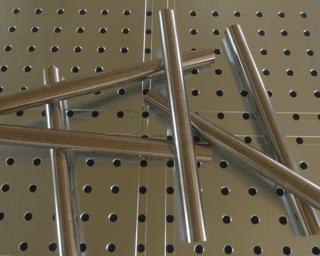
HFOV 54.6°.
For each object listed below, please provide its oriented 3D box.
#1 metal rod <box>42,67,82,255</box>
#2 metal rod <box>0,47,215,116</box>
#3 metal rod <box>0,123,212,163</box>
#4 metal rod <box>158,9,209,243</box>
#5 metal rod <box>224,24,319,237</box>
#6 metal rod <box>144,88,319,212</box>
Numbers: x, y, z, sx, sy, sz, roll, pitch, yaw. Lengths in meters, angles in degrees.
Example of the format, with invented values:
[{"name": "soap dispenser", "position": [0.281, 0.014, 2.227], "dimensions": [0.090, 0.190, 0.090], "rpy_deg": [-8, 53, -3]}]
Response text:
[{"name": "metal rod", "position": [-0.123, 0.058, 0.389], "dimensions": [0.025, 0.025, 0.299], "rpy_deg": [-11, 70, -4]}, {"name": "metal rod", "position": [-0.067, -0.066, 0.417], "dimensions": [0.302, 0.025, 0.025], "rpy_deg": [-16, 71, -13]}, {"name": "metal rod", "position": [-0.085, 0.018, 0.383], "dimensions": [0.302, 0.025, 0.025], "rpy_deg": [6, 70, -7]}, {"name": "metal rod", "position": [0.025, -0.018, 0.385], "dimensions": [0.025, 0.025, 0.299], "rpy_deg": [-6, 71, -2]}, {"name": "metal rod", "position": [0.145, -0.011, 0.416], "dimensions": [0.025, 0.025, 0.299], "rpy_deg": [-13, 71, -5]}, {"name": "metal rod", "position": [0.106, 0.032, 0.382], "dimensions": [0.300, 0.025, 0.025], "rpy_deg": [32, 73, 18]}]
